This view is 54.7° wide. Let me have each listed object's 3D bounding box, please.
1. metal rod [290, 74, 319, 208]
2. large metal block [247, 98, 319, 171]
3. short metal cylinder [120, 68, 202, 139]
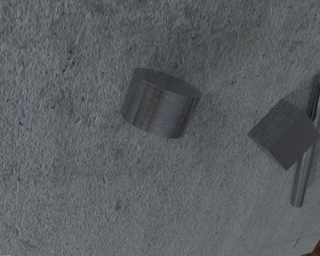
[{"bbox_3d":[0.279,0.040,0.584,0.025,0.025,0.298,-19,126,-17],"label":"metal rod"},{"bbox_3d":[0.205,0.012,0.510,0.080,0.050,0.080,-47,129,5],"label":"large metal block"},{"bbox_3d":[0.001,-0.030,0.354,0.081,0.080,0.050,8,114,-32],"label":"short metal cylinder"}]
